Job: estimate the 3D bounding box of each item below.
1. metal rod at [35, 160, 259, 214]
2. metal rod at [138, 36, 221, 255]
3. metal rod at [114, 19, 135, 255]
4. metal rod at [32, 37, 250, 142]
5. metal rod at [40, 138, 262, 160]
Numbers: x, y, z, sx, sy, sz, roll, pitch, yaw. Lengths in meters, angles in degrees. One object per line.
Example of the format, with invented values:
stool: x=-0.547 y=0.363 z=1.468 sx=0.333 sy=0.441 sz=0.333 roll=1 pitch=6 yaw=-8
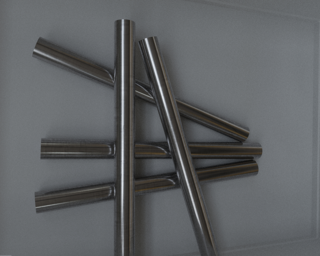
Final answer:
metal rod: x=-0.002 y=0.073 z=0.409 sx=0.303 sy=0.025 sz=0.025 roll=-5 pitch=92 yaw=-20
metal rod: x=0.027 y=0.035 z=0.393 sx=0.025 sy=0.025 sz=0.298 roll=-19 pitch=97 yaw=-19
metal rod: x=-0.042 y=0.025 z=0.367 sx=0.025 sy=0.025 sz=0.298 roll=0 pitch=90 yaw=-20
metal rod: x=-0.009 y=-0.042 z=0.406 sx=0.302 sy=0.025 sz=0.025 roll=21 pitch=83 yaw=-19
metal rod: x=0.004 y=0.029 z=0.411 sx=0.303 sy=0.025 sz=0.025 roll=2 pitch=90 yaw=-21
